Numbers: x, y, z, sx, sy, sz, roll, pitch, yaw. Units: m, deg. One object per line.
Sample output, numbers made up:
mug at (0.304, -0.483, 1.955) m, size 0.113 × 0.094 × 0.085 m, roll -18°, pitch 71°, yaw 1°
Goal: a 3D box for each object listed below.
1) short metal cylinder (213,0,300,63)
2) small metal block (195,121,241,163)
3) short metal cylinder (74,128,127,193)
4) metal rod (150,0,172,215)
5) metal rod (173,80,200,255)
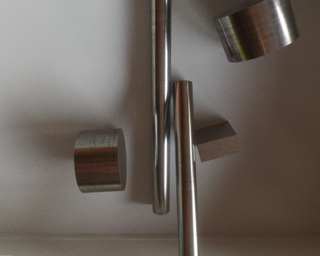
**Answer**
short metal cylinder at (0.105, -0.113, 0.342) m, size 0.080 × 0.080 × 0.050 m, roll -23°, pitch 109°, yaw 8°
small metal block at (0.073, 0.017, 0.405) m, size 0.050 × 0.050 × 0.025 m, roll -15°, pitch 110°, yaw 5°
short metal cylinder at (-0.073, 0.041, 0.396) m, size 0.050 × 0.080 × 0.079 m, roll -3°, pitch 110°, yaw 1°
metal rod at (0.001, -0.019, 0.404) m, size 0.025 × 0.025 × 0.298 m, roll 0°, pitch 110°, yaw 0°
metal rod at (0.033, 0.091, 0.376) m, size 0.025 × 0.025 × 0.298 m, roll -2°, pitch 84°, yaw 0°
